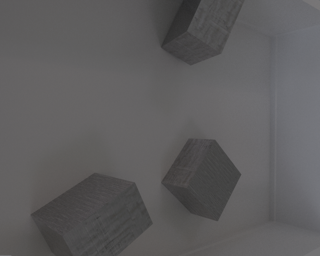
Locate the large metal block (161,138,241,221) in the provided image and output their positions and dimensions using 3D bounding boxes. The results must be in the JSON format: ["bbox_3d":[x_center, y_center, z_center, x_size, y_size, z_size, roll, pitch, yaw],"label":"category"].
[{"bbox_3d":[0.061,0.072,0.441,0.080,0.050,0.080,50,61,-29],"label":"large metal block"}]

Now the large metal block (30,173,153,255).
[{"bbox_3d":[-0.069,0.092,0.313,0.081,0.080,0.050,-33,111,-35],"label":"large metal block"}]

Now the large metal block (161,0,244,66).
[{"bbox_3d":[0.053,-0.135,0.401,0.050,0.080,0.080,27,81,-19],"label":"large metal block"}]
